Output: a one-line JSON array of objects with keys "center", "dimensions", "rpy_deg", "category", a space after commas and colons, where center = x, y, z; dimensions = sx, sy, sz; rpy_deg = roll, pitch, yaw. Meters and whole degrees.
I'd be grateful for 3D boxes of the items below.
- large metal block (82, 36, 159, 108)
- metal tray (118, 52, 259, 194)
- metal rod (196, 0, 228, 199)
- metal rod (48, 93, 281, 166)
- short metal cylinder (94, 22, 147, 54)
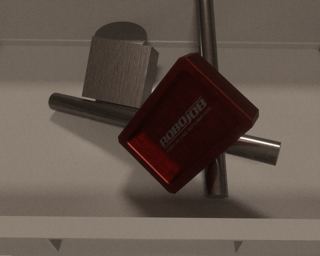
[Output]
[{"center": [-0.052, -0.074, 0.423], "dimensions": [0.080, 0.050, 0.079], "rpy_deg": [12, 95, 9], "category": "large metal block"}, {"center": [0.023, -0.001, 0.321], "dimensions": [0.090, 0.129, 0.030], "rpy_deg": [45, 35, 5], "category": "metal tray"}, {"center": [0.064, -0.062, 0.401], "dimensions": [0.025, 0.025, 0.299], "rpy_deg": [0, 67, 0], "category": "metal rod"}, {"center": [-0.014, -0.006, 0.375], "dimensions": [0.301, 0.025, 0.025], "rpy_deg": [13, 51, 24], "category": "metal rod"}, {"center": [-0.060, -0.126, 0.494], "dimensions": [0.081, 0.050, 0.080], "rpy_deg": [0, 50, 0], "category": "short metal cylinder"}]
